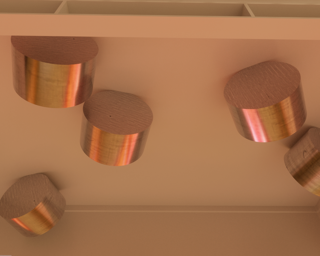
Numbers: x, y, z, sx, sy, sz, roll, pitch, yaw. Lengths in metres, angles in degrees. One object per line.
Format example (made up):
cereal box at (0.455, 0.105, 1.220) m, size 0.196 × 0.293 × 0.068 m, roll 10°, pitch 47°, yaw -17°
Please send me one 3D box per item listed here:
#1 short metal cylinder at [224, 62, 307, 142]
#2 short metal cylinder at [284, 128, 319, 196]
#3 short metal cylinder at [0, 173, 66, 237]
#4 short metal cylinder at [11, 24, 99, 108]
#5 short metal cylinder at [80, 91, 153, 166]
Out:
short metal cylinder at (0.118, -0.030, 0.348) m, size 0.080 × 0.080 × 0.050 m, roll -19°, pitch 128°, yaw 15°
short metal cylinder at (0.216, 0.045, 0.413) m, size 0.081 × 0.080 × 0.050 m, roll 18°, pitch 128°, yaw -15°
short metal cylinder at (-0.192, 0.116, 0.470) m, size 0.080 × 0.080 × 0.050 m, roll -13°, pitch 129°, yaw 11°
short metal cylinder at (-0.107, -0.065, 0.317) m, size 0.081 × 0.080 × 0.050 m, roll 11°, pitch 129°, yaw -10°
short metal cylinder at (-0.053, -0.001, 0.371) m, size 0.081 × 0.080 × 0.050 m, roll 10°, pitch 129°, yaw -9°
